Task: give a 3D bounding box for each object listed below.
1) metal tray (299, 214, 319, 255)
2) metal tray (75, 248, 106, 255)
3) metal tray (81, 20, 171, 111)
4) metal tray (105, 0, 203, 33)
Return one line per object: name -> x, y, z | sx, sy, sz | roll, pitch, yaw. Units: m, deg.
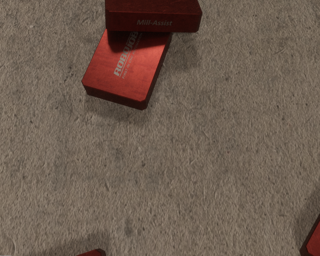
metal tray -> 0.237, 0.139, 0.338 | 0.130, 0.030, 0.090 | 31, 68, 25
metal tray -> -0.115, 0.195, 0.333 | 0.131, 0.030, 0.090 | -17, 71, -7
metal tray -> -0.044, -0.098, 0.441 | 0.090, 0.030, 0.130 | 17, 71, 5
metal tray -> -0.013, -0.177, 0.446 | 0.131, 0.030, 0.090 | -2, 51, -10
